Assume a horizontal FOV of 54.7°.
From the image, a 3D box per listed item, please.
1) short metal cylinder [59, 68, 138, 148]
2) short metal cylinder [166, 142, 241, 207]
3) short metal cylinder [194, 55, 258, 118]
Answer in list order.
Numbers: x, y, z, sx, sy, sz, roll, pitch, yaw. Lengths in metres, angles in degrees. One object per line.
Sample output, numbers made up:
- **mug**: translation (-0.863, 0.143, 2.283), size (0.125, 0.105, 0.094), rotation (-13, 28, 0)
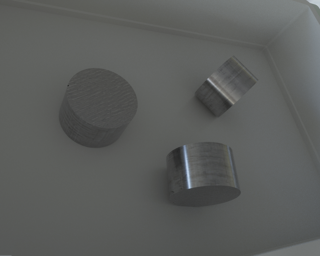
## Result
- **short metal cylinder**: translation (-0.073, -0.023, 0.364), size (0.081, 0.050, 0.080), rotation (14, 56, -21)
- **short metal cylinder**: translation (0.049, 0.056, 0.362), size (0.081, 0.080, 0.050), rotation (10, 58, -23)
- **short metal cylinder**: translation (0.098, -0.061, 0.460), size (0.050, 0.080, 0.080), rotation (46, 51, 4)
